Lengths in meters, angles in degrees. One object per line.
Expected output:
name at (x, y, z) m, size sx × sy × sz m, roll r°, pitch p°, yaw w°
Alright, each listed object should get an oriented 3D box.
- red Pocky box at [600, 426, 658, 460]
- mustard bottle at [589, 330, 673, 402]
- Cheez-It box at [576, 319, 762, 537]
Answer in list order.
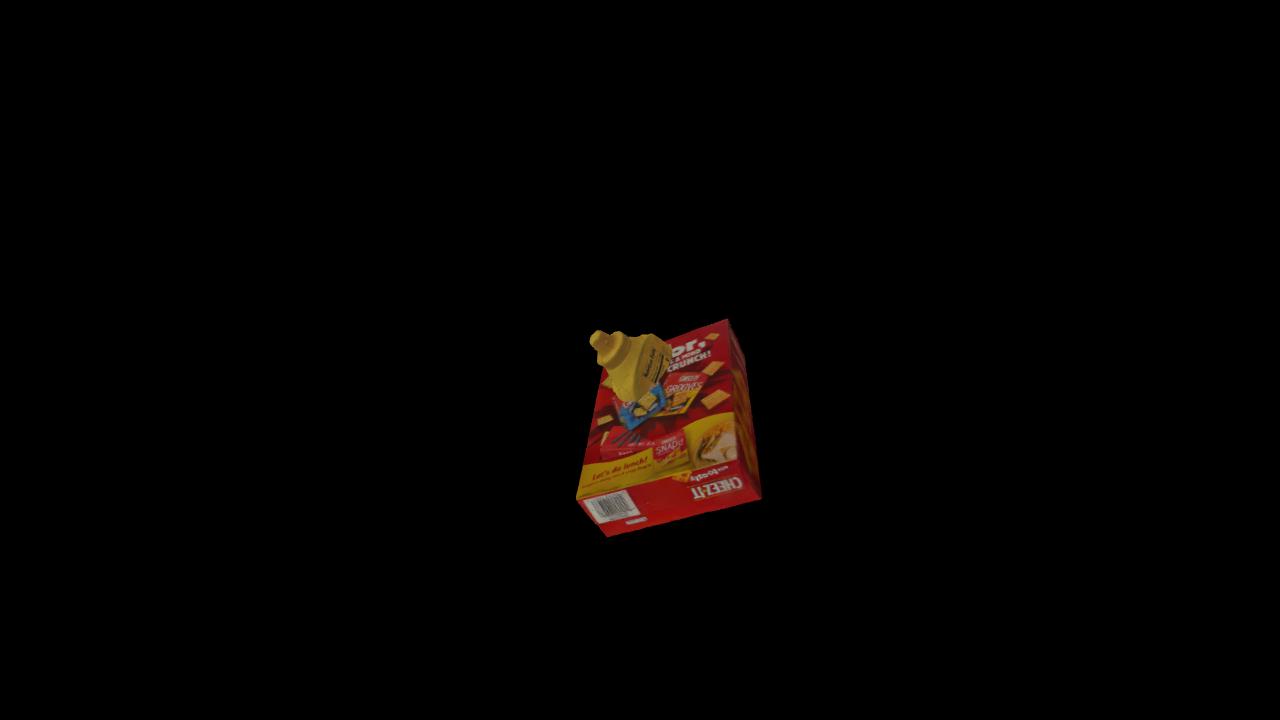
red Pocky box at (0.019, 0.061, 0.656) m, size 0.083 × 0.028 × 0.155 m, roll -7°, pitch 24°, yaw 19°
mustard bottle at (0.016, 0.020, 0.689) m, size 0.184 × 0.092 × 0.054 m, roll 35°, pitch -26°, yaw -30°
Cheez-It box at (0.032, 0.065, 0.656) m, size 0.166 × 0.071 × 0.223 m, roll -19°, pitch 34°, yaw 18°
